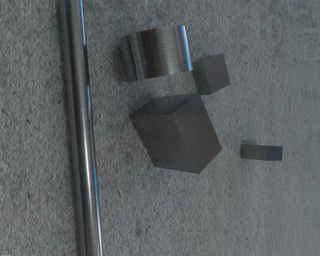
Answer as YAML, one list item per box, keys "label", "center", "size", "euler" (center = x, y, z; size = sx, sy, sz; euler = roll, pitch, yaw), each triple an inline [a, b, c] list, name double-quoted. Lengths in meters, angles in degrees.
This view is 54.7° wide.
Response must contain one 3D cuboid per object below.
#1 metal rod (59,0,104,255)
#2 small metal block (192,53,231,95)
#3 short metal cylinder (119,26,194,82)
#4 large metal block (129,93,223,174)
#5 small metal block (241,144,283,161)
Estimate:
- label: "metal rod"
  center: [-0.084, 0.008, 0.335]
  size: [0.025, 0.025, 0.298]
  euler: [-7, 95, -40]
- label: "small metal block"
  center: [0.078, -0.082, 0.472]
  size: [0.050, 0.025, 0.050]
  euler: [-28, 108, -37]
- label: "short metal cylinder"
  center: [-0.004, -0.086, 0.367]
  size: [0.081, 0.080, 0.050]
  euler: [-19, 102, -39]
- label: "large metal block"
  center: [0.019, 0.006, 0.387]
  size: [0.050, 0.080, 0.080]
  euler: [-40, 115, -33]
- label: "small metal block"
  center: [0.177, 0.043, 0.541]
  size: [0.050, 0.050, 0.025]
  euler: [5, 87, -40]
